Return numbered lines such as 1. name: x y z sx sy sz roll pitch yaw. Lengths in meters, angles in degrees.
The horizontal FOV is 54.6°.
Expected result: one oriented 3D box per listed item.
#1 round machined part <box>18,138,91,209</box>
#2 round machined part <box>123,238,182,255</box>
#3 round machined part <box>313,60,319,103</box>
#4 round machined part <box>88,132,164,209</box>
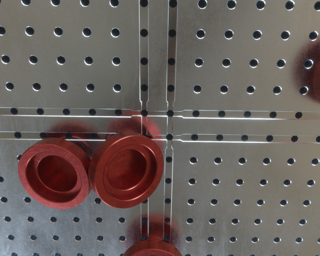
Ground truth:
1. round machined part: -0.134 0.057 0.419 0.098 0.042 0.097 4 112 9
2. round machined part: -0.011 0.213 0.482 0.099 0.042 0.097 0 110 0
3. round machined part: 0.238 -0.064 0.383 0.099 0.042 0.097 0 110 0
4. round machined part: -0.047 0.052 0.408 0.099 0.042 0.097 -10 109 -31
